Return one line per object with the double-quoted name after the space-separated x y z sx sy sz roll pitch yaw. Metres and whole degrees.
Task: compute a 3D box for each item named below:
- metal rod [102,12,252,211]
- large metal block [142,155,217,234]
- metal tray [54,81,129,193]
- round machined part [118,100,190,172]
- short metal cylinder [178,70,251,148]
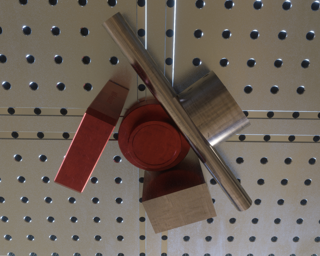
0.031 -0.008 0.388 0.025 0.025 0.299 -34 107 11 "metal rod"
0.024 0.086 0.416 0.080 0.080 0.050 -18 109 6 "large metal block"
-0.074 0.003 0.358 0.030 0.130 0.089 26 108 -9 "metal tray"
-0.007 0.015 0.409 0.099 0.042 0.097 0 110 -1 "round machined part"
0.065 -0.023 0.375 0.050 0.080 0.080 -35 107 12 "short metal cylinder"
